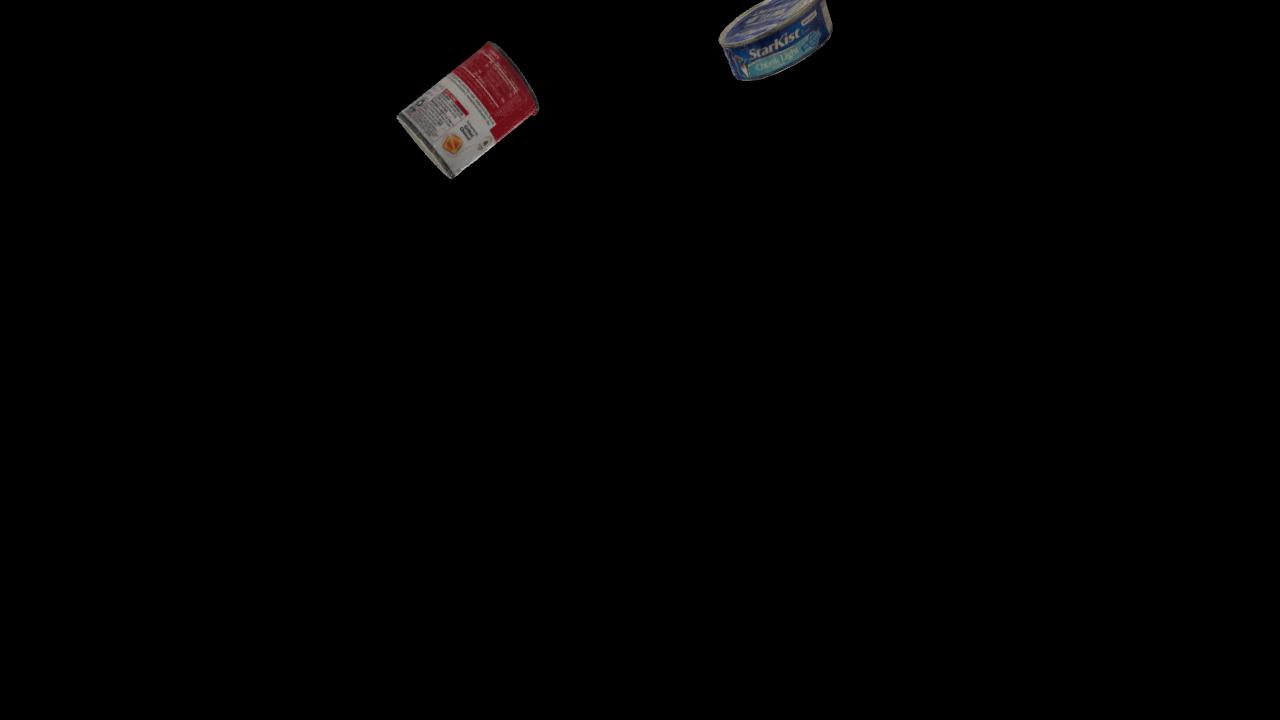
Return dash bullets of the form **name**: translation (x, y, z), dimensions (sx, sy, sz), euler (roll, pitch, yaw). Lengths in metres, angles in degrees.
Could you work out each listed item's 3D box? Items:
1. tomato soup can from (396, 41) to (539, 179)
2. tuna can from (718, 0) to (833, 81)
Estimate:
- **tomato soup can**: translation (-0.147, -0.212, 0.528), dimensions (0.101, 0.068, 0.068), euler (-42, 6, -6)
- **tuna can**: translation (0.107, -0.257, 0.484), dimensions (0.084, 0.084, 0.034), euler (0, -43, 39)
